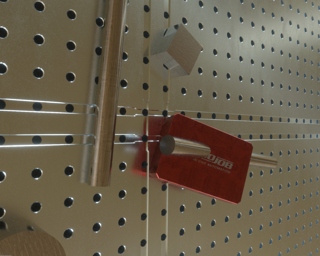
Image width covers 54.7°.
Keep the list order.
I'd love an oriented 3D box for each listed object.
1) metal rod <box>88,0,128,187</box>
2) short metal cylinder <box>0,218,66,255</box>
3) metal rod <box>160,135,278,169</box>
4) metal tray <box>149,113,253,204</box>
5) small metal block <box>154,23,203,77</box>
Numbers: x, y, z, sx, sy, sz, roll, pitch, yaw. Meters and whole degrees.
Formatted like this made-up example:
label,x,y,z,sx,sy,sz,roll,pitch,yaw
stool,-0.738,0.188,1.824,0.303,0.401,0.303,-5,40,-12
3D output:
label,x,y,z,sx,sy,sz,roll,pitch,yaw
metal rod,-0.057,-0.083,0.362,0.025,0.025,0.298,8,85,-40
short metal cylinder,-0.134,0.128,0.282,0.081,0.050,0.079,0,90,-40
metal rod,0.111,0.043,0.482,0.302,0.025,0.025,13,82,-46
metal tray,0.060,0.044,0.430,0.131,0.030,0.090,21,75,-17
small metal block,0.027,-0.108,0.434,0.050,0.025,0.050,39,66,-34
